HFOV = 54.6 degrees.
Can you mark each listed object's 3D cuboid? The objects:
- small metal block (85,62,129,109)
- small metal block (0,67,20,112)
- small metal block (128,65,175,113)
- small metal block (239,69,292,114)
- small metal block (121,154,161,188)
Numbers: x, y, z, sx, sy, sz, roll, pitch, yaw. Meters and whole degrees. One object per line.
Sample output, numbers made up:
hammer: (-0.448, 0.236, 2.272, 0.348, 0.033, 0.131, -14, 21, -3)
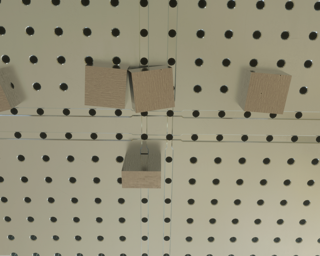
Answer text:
small metal block: (-0.067, -0.054, 0.393, 0.050, 0.025, 0.050, 5, 110, -2)
small metal block: (-0.218, -0.045, 0.395, 0.050, 0.025, 0.050, -14, 110, 5)
small metal block: (-0.011, -0.049, 0.388, 0.050, 0.025, 0.050, -10, 111, -13)
small metal block: (0.134, -0.047, 0.397, 0.050, 0.025, 0.050, 5, 110, -2)
small metal block: (-0.024, 0.058, 0.421, 0.050, 0.050, 0.025, 1, 110, 0)
